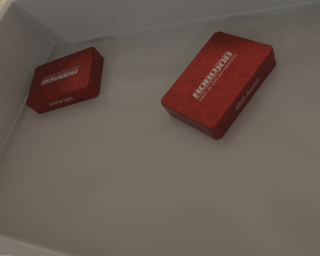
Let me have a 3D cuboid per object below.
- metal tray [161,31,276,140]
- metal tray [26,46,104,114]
[{"bbox_3d":[0.074,-0.059,0.400,0.090,0.030,0.130,31,79,38],"label":"metal tray"},{"bbox_3d":[-0.165,-0.082,0.540,0.130,0.030,0.090,-13,56,20],"label":"metal tray"}]
